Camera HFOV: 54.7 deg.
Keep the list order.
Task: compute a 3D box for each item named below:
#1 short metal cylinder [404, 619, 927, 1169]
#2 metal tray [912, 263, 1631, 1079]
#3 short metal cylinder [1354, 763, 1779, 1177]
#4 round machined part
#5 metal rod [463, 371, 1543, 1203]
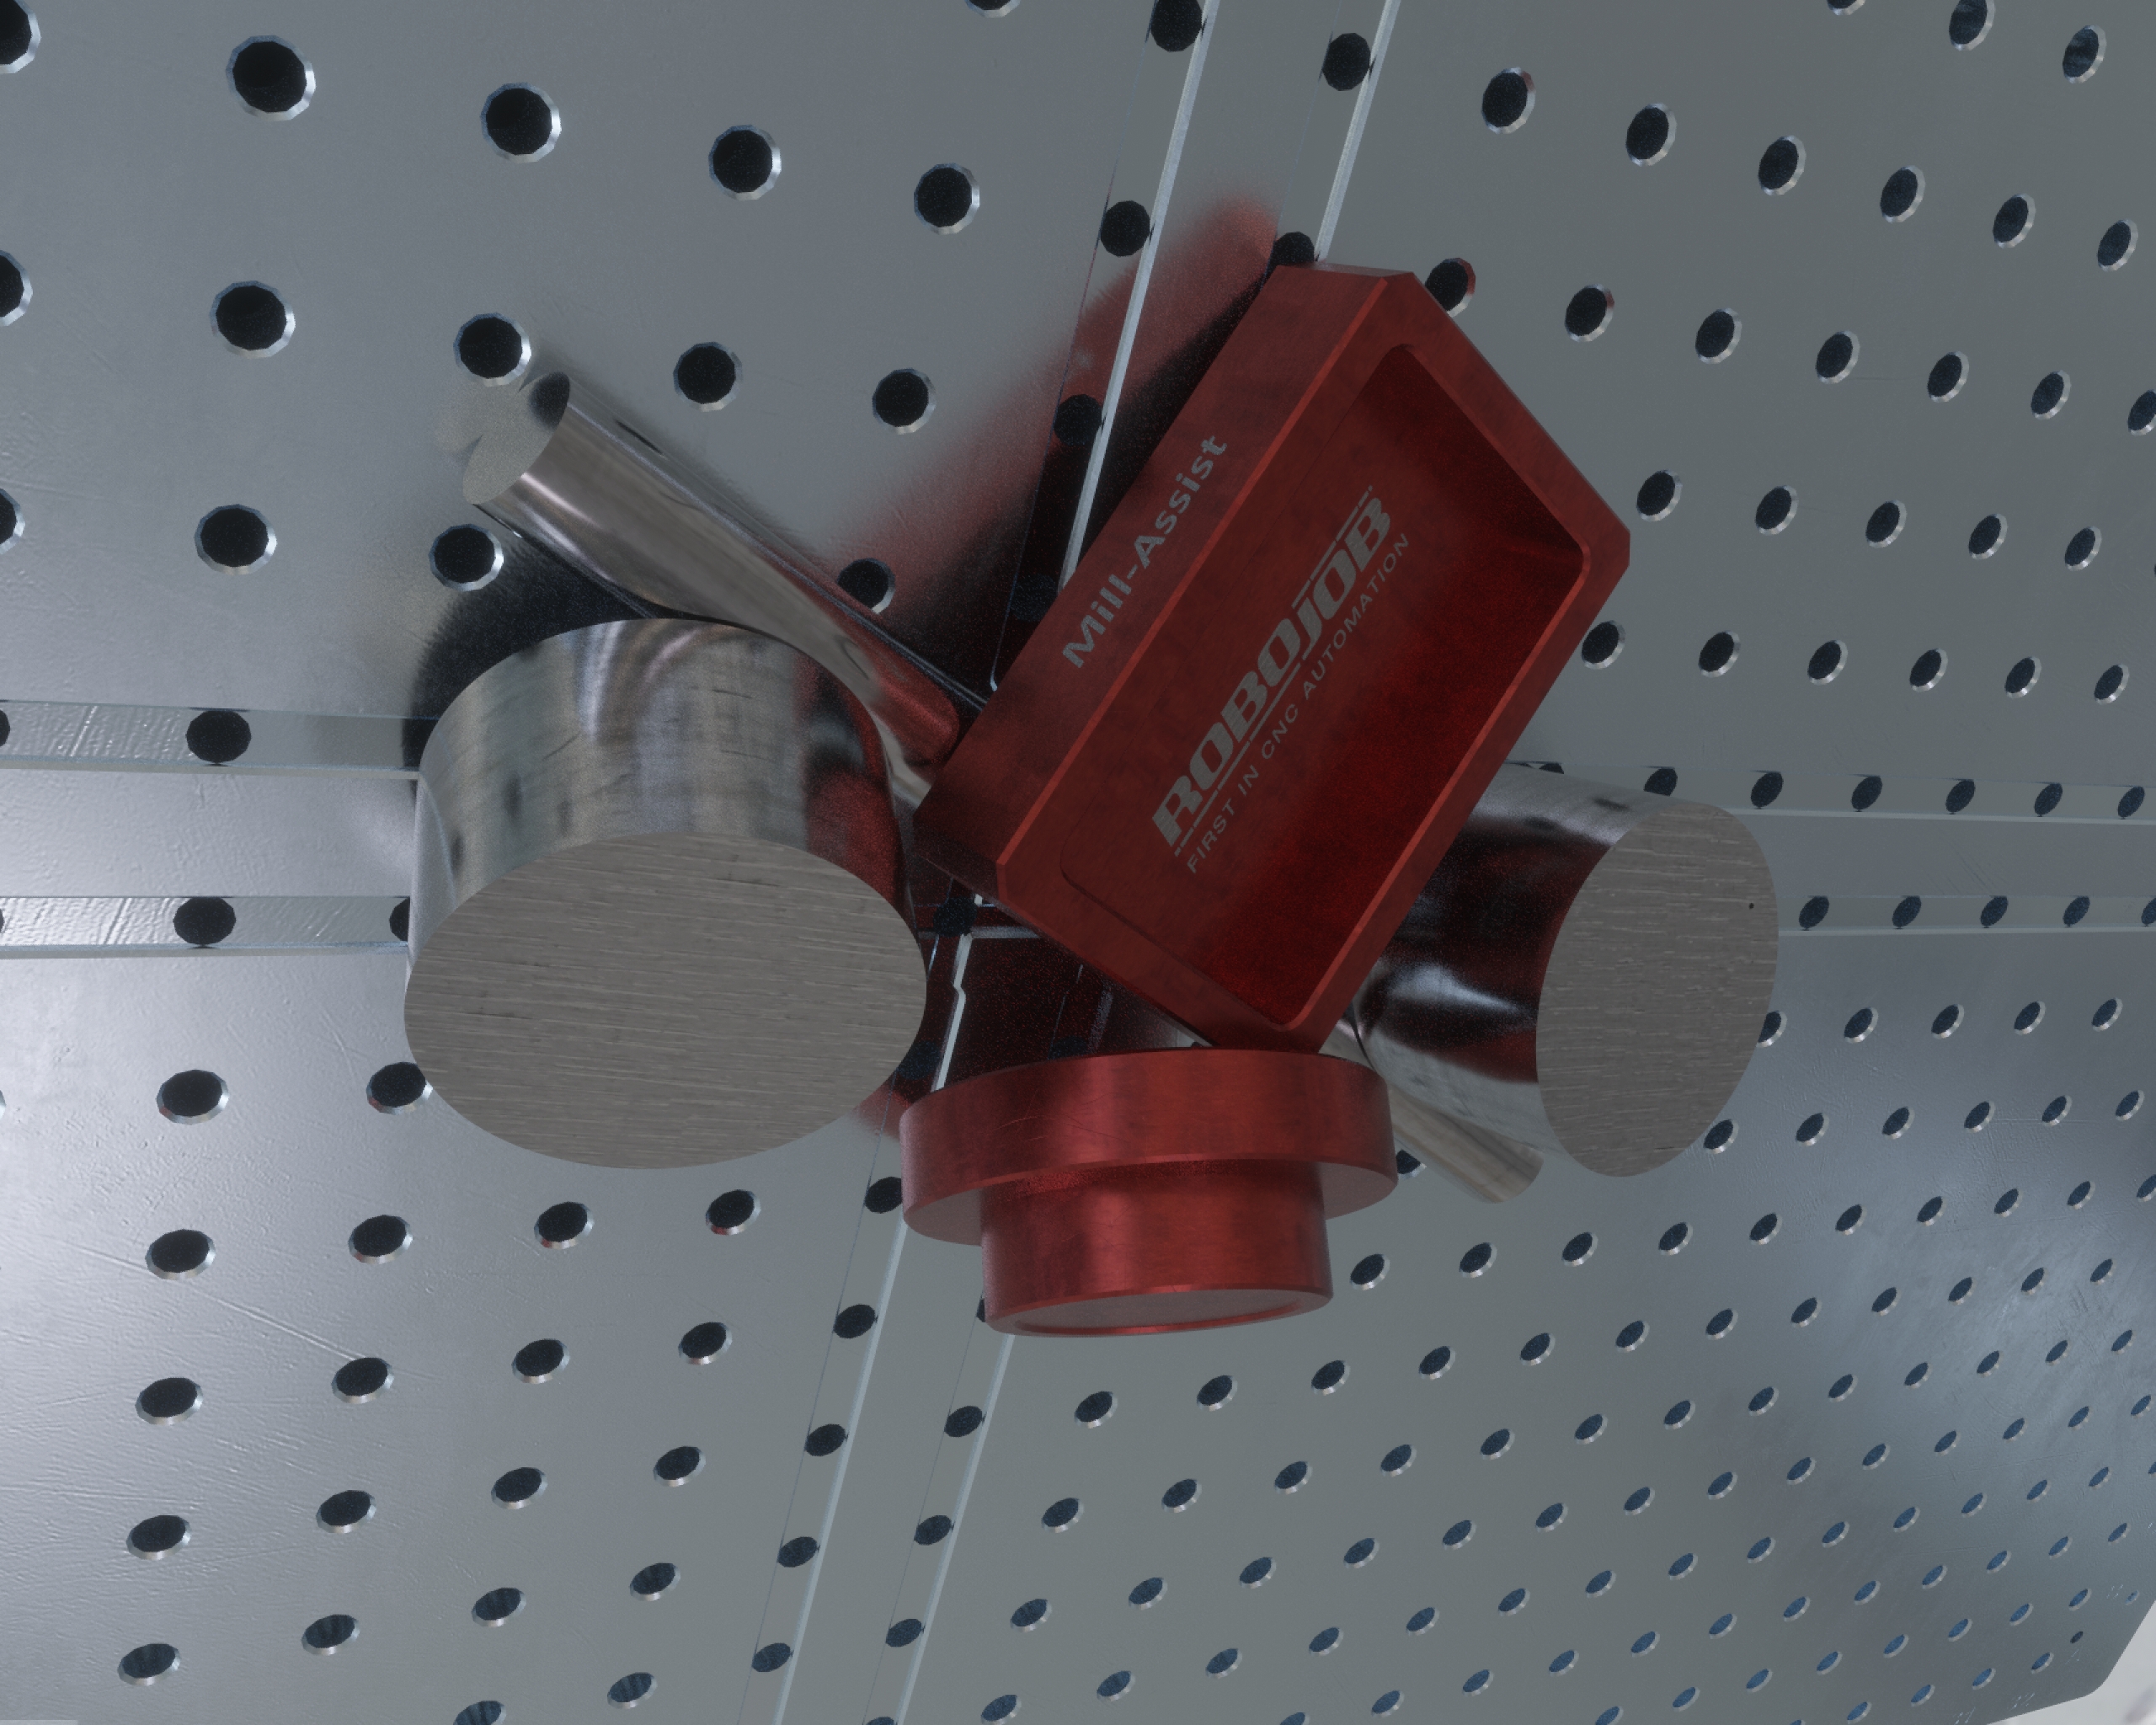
[{"bbox_3d":[-0.068,0.006,0.346,0.081,0.050,0.080,-8,136,-7],"label":"short metal cylinder"},{"bbox_3d":[0.040,-0.033,0.390,0.090,0.030,0.130,37,84,-39],"label":"metal tray"},{"bbox_3d":[0.106,0.022,0.451,0.081,0.050,0.079,-11,108,-37],"label":"short metal cylinder"},{"bbox_3d":[0.015,0.069,0.416,0.099,0.042,0.098,-4,161,-1],"label":"round machined part"},{"bbox_3d":[0.008,0.003,0.417,0.025,0.025,0.301,-49,129,6],"label":"metal rod"}]
